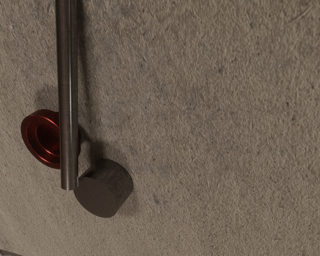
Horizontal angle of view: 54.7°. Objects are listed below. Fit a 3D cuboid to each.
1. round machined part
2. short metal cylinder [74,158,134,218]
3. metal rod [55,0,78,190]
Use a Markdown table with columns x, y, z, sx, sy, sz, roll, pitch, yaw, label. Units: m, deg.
| x | y | z | sx | sy | sz | roll | pitch | yaw | label |
| --- | --- | --- | --- | --- | --- | --- | --- | --- | --- |
| -0.165 | 0.014 | 0.489 | 0.098 | 0.042 | 0.097 | 13 | 124 | 20 | round machined part |
| -0.090 | 0.096 | 0.495 | 0.080 | 0.050 | 0.079 | 13 | 124 | 20 | short metal cylinder |
| -0.120 | -0.050 | 0.405 | 0.025 | 0.025 | 0.298 | 15 | 115 | 19 | metal rod |
